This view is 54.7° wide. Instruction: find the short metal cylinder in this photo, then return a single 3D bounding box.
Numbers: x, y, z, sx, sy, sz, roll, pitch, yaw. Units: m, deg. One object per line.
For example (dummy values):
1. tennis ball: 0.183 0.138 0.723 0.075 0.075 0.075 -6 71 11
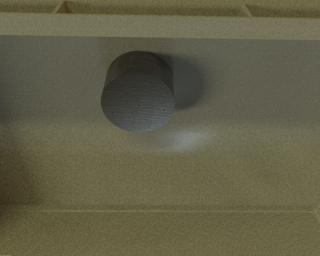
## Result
1. short metal cylinder: -0.024 -0.041 0.357 0.081 0.050 0.079 0 130 0
